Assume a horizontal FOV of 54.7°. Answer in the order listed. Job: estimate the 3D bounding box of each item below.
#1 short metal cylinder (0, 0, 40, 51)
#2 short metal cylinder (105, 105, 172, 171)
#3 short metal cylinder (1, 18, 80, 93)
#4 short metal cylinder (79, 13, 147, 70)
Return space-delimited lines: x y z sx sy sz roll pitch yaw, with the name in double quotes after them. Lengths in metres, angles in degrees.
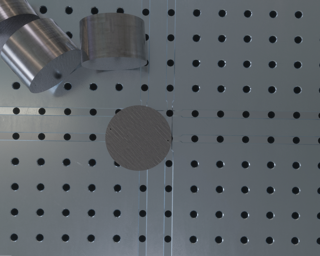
-0.197 -0.135 0.384 0.080 0.080 0.050 -35 90 0 "short metal cylinder"
-0.026 0.012 0.401 0.081 0.050 0.080 0 90 0 "short metal cylinder"
-0.144 -0.088 0.385 0.080 0.080 0.050 -41 90 0 "short metal cylinder"
-0.058 -0.104 0.385 0.081 0.080 0.050 -3 90 0 "short metal cylinder"
